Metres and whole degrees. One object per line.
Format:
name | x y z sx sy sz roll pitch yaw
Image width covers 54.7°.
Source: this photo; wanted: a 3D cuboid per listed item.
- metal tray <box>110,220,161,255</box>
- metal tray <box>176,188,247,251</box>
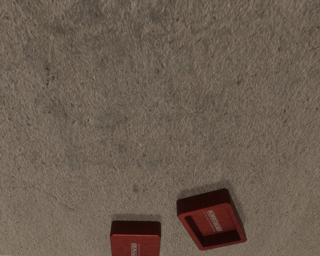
metal tray | -0.046 0.229 0.598 0.091 0.030 0.129 2 130 -2
metal tray | 0.093 0.165 0.545 0.090 0.030 0.130 -18 128 14
